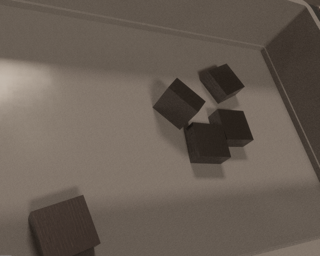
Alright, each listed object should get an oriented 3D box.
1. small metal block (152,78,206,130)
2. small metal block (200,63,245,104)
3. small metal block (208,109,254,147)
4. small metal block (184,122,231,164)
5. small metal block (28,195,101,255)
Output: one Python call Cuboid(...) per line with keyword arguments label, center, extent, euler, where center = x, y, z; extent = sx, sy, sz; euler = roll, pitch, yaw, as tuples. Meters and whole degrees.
Cuboid(label="small metal block", center=(0.025, -0.032, 0.425), extent=(0.050, 0.050, 0.025), euler=(40, 51, -2))
Cuboid(label="small metal block", center=(0.102, -0.073, 0.508), extent=(0.050, 0.025, 0.050), euler=(-27, 77, -37))
Cuboid(label="small metal block", center=(0.106, 0.001, 0.465), extent=(0.050, 0.025, 0.050), euler=(2, 61, -28))
Cuboid(label="small metal block", center=(0.065, 0.022, 0.430), extent=(0.050, 0.025, 0.050), euler=(5, 60, -26))
Cuboid(label="small metal block", center=(-0.092, 0.099, 0.297), extent=(0.050, 0.025, 0.050), euler=(-13, 69, -34))
